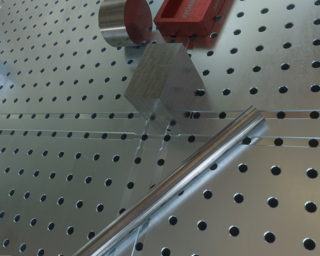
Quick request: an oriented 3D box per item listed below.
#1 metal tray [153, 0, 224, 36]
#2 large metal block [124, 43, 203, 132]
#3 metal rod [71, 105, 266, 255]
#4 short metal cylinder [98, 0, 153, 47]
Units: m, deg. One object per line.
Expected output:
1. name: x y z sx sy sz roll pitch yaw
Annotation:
1. metal tray: 0.056 -0.210 0.504 0.090 0.030 0.130 13 68 33
2. large metal block: 0.008 -0.051 0.400 0.050 0.080 0.080 8 66 32
3. metal rod: -0.002 0.080 0.360 0.300 0.025 0.025 -40 51 1
4. short metal cylinder: -0.055 -0.175 0.510 0.050 0.080 0.080 5 64 31
